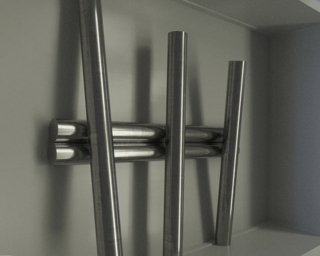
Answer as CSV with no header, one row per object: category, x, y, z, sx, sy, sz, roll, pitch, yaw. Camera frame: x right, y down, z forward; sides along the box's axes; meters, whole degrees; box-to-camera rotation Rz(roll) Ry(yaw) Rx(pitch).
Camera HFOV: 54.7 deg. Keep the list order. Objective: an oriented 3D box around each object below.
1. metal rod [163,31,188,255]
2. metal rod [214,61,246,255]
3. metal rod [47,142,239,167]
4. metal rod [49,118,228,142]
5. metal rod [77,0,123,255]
metal rod,0.019,0.030,0.391,0.025,0.025,0.298,2,89,-40
metal rod,0.104,0.052,0.466,0.025,0.025,0.298,-5,102,-40
metal rod,0.006,0.031,0.412,0.302,0.025,0.025,2,89,-40
metal rod,0.007,0.007,0.413,0.302,0.025,0.025,2,89,-40
metal rod,-0.064,-0.013,0.322,0.025,0.025,0.298,-1,83,-40
